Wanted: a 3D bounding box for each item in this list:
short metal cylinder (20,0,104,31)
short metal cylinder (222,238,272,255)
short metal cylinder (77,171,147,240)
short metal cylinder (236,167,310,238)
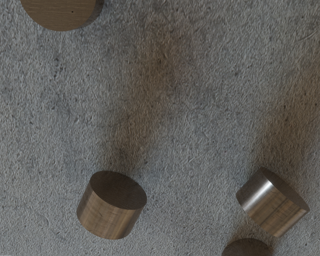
[{"bbox_3d":[-0.105,-0.149,0.340,0.081,0.050,0.079,0,110,0],"label":"short metal cylinder"},{"bbox_3d":[0.139,0.219,0.478,0.081,0.050,0.079,0,110,0],"label":"short metal cylinder"},{"bbox_3d":[-0.065,0.102,0.417,0.080,0.080,0.050,24,108,-9],"label":"short metal cylinder"},{"bbox_3d":[0.151,0.098,0.418,0.080,0.080,0.050,34,107,-12],"label":"short metal cylinder"}]
